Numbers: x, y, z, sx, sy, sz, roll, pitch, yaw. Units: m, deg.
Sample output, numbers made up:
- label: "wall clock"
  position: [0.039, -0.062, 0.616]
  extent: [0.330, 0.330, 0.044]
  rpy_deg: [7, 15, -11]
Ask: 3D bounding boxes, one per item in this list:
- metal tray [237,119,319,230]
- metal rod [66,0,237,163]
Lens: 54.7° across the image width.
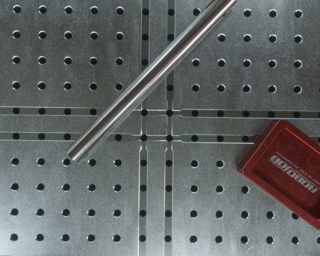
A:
- label: "metal tray"
  position: [0.182, 0.059, 0.412]
  extent: [0.130, 0.030, 0.090]
  rpy_deg: [37, 90, 0]
- label: "metal rod"
  position: [-0.011, -0.069, 0.413]
  extent: [0.025, 0.025, 0.300]
  rpy_deg: [44, 90, 0]
